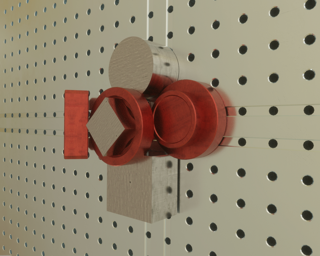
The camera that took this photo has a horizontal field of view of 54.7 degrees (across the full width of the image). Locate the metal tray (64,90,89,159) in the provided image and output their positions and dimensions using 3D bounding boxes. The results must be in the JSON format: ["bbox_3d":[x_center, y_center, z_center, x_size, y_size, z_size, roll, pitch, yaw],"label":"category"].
[{"bbox_3d":[-0.122,-0.006,0.460,0.130,0.030,0.089,-175,86,-77],"label":"metal tray"}]

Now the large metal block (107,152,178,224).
[{"bbox_3d":[-0.024,0.072,0.410,0.080,0.050,0.080,1,91,40],"label":"large metal block"}]

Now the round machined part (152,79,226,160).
[{"bbox_3d":[0.026,-0.010,0.375,0.098,0.042,0.097,0,90,40],"label":"round machined part"}]

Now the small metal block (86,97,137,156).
[{"bbox_3d":[-0.058,-0.001,0.377,0.050,0.025,0.050,-49,61,29],"label":"small metal block"}]

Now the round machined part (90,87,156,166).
[{"bbox_3d":[-0.044,-0.002,0.397,0.098,0.042,0.097,0,90,40],"label":"round machined part"}]

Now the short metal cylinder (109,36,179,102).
[{"bbox_3d":[-0.022,-0.076,0.411,0.080,0.050,0.080,0,90,40],"label":"short metal cylinder"}]
